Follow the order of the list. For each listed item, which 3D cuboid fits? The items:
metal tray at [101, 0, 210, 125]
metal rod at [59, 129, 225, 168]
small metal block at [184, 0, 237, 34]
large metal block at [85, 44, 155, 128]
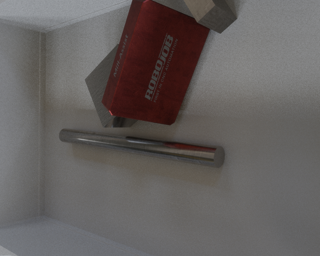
[{"bbox_3d":[-0.006,-0.073,0.363,0.030,0.091,0.129,42,117,53],"label":"metal tray"},{"bbox_3d":[-0.049,0.023,0.444,0.300,0.025,0.025,5,93,39],"label":"metal rod"},{"bbox_3d":[0.053,-0.138,0.345,0.025,0.050,0.050,-39,67,32],"label":"small metal block"},{"bbox_3d":[-0.050,-0.055,0.430,0.080,0.050,0.080,-37,68,33],"label":"large metal block"}]
